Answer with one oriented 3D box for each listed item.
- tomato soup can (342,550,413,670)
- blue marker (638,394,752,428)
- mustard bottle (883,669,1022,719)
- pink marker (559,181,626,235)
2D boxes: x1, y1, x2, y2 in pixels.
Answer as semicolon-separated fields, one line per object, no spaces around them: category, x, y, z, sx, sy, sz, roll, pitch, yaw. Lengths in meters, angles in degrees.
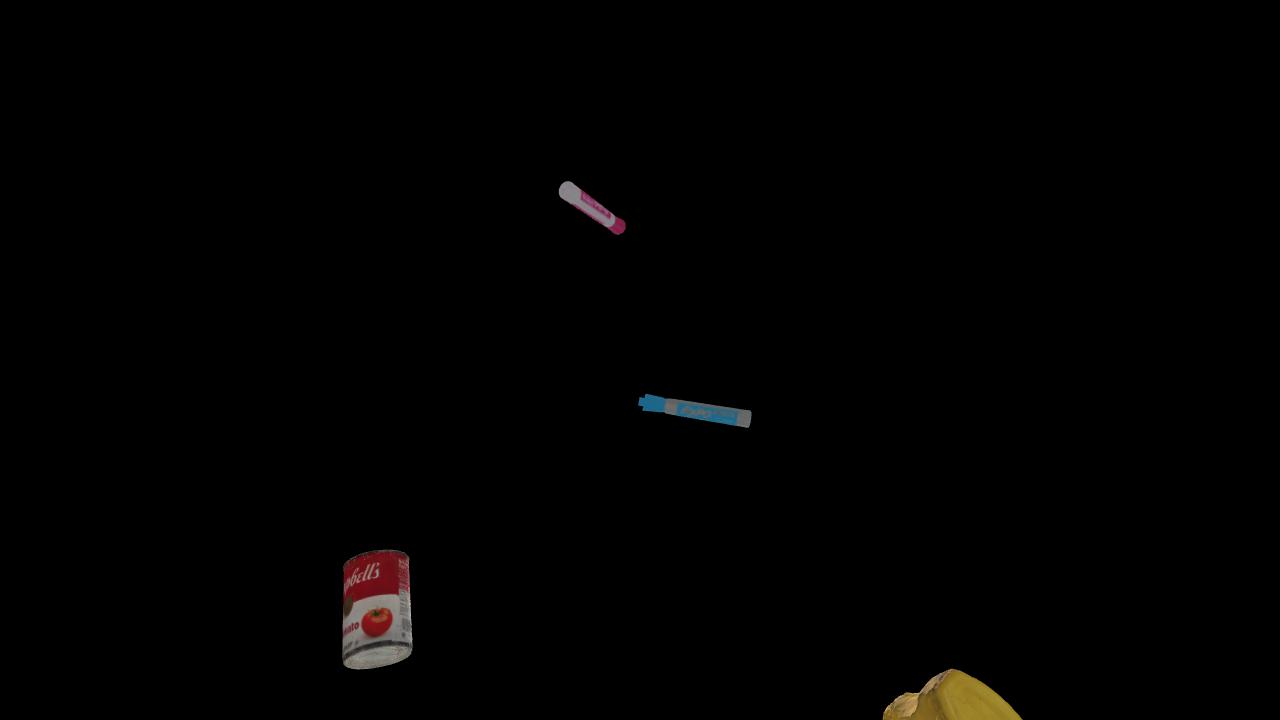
tomato soup can;-0.276;0.262;0.647;0.068;0.101;0.068;-12;-36;-9
blue marker;0.058;0.054;0.661;0.121;0.020;0.020;9;0;2
mustard bottle;0.263;0.338;0.541;0.054;0.184;0.092;-34;62;-29
pink marker;-0.048;-0.163;0.672;0.020;0.020;0.121;0;-8;26
